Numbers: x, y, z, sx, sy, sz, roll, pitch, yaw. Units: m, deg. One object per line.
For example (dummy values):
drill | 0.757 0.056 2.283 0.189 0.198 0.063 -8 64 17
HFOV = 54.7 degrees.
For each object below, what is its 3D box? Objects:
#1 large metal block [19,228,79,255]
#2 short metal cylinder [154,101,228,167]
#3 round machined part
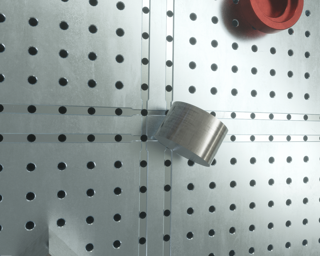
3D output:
large metal block | -0.114 0.168 0.342 0.050 0.080 0.080 -44 104 -15
short metal cylinder | 0.040 0.008 0.398 0.080 0.080 0.050 33 80 -17
round machined part | 0.160 -0.189 0.462 0.099 0.042 0.097 0 90 -20
